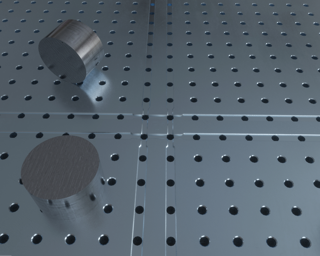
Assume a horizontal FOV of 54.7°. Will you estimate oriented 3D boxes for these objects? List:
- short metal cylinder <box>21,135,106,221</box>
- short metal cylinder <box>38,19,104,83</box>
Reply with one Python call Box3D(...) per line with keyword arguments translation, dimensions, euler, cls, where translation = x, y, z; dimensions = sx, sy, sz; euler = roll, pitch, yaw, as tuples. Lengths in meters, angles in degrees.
Box3D(translation=(-0.104, 0.055, 0.344), dimensions=(0.081, 0.050, 0.080), euler=(0, 50, 0), cls="short metal cylinder")
Box3D(translation=(-0.133, -0.115, 0.467), dimensions=(0.080, 0.080, 0.050), euler=(19, 53, 15), cls="short metal cylinder")
